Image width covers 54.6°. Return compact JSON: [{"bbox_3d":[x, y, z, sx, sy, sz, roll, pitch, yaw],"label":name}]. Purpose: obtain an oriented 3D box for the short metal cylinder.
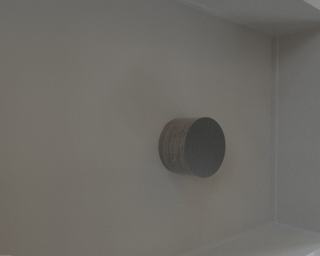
[{"bbox_3d":[0.045,0.025,0.427,0.081,0.050,0.080,0,90,-40],"label":"short metal cylinder"}]
